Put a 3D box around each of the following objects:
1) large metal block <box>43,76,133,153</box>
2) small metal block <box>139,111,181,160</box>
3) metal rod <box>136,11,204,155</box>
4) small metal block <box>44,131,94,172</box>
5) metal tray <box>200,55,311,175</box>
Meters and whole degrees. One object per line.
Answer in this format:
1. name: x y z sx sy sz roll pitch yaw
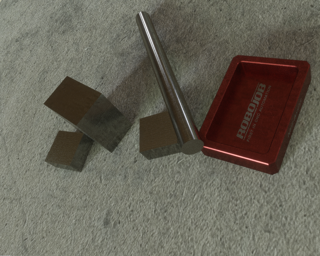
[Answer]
1. large metal block: -0.098 -0.019 0.429 0.080 0.080 0.050 28 77 37
2. small metal block: 0.002 0.009 0.396 0.050 0.025 0.050 -15 56 19
3. metal rod: 0.003 -0.084 0.432 0.025 0.025 0.300 -27 46 11
4. small metal block: -0.131 0.033 0.450 0.050 0.025 0.050 5 64 30
5. metal tray: 0.108 -0.021 0.356 0.090 0.030 0.130 15 69 33
